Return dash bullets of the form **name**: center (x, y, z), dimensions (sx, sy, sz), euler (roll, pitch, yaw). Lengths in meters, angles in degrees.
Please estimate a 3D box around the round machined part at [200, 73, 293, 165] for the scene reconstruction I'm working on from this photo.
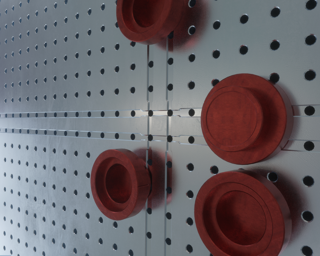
- **round machined part**: center (0.084, -0.009, 0.330), dimensions (0.098, 0.042, 0.097), euler (0, 90, 40)

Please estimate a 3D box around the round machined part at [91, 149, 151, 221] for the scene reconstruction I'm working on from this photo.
- **round machined part**: center (-0.052, 0.078, 0.442), dimensions (0.098, 0.042, 0.097), euler (0, 90, 40)

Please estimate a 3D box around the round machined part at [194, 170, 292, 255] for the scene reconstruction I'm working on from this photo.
- **round machined part**: center (0.088, 0.092, 0.326), dimensions (0.098, 0.042, 0.097), euler (0, 90, 40)

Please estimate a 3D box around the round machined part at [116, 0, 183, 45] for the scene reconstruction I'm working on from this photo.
- **round machined part**: center (-0.009, -0.158, 0.407), dimensions (0.098, 0.042, 0.097), euler (0, 90, 40)
